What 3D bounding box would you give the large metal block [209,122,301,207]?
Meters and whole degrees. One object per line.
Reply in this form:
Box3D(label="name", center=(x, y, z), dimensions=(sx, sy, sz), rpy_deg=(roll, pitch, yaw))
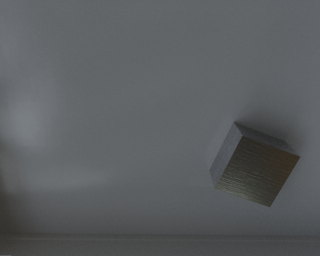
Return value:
Box3D(label="large metal block", center=(0.123, 0.049, 0.417), dimensions=(0.080, 0.050, 0.080), rpy_deg=(20, 109, -7))
